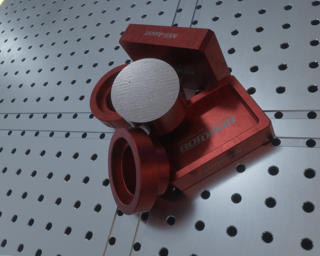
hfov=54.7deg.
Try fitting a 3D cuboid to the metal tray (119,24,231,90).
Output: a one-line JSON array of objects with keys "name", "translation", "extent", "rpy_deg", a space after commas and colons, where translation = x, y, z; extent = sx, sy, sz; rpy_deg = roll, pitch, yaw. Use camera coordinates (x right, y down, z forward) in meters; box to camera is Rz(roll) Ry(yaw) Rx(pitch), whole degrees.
[{"name": "metal tray", "translation": [0.020, -0.092, 0.411], "extent": [0.130, 0.090, 0.030], "rpy_deg": [16, 71, 34]}]

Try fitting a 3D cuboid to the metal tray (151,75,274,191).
[{"name": "metal tray", "translation": [0.055, 0.004, 0.372], "extent": [0.130, 0.030, 0.090], "rpy_deg": [-32, 52, 7]}]

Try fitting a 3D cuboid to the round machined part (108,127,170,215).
[{"name": "round machined part", "translation": [-0.023, 0.047, 0.357], "extent": [0.098, 0.042, 0.097], "rpy_deg": [7, 98, 61]}]

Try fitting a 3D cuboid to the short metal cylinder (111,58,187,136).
[{"name": "short metal cylinder", "translation": [-0.011, -0.036, 0.371], "extent": [0.080, 0.050, 0.080], "rpy_deg": [-5, 70, 13]}]

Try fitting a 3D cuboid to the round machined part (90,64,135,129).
[{"name": "round machined part", "translation": [-0.048, -0.042, 0.447], "extent": [0.098, 0.042, 0.098], "rpy_deg": [-13, 56, 20]}]
